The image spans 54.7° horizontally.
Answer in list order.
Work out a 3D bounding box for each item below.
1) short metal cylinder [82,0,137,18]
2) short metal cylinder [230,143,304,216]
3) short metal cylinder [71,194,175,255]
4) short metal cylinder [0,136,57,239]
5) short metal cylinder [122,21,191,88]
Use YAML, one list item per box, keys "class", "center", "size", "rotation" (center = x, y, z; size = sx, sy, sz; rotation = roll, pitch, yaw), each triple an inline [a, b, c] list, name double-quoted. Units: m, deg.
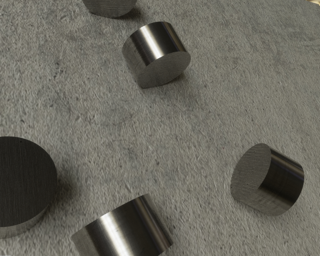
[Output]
- class: "short metal cylinder"
  center: [-0.076, -0.212, 0.457]
  size: [0.081, 0.080, 0.050]
  rotation: [5, 60, -26]
- class: "short metal cylinder"
  center: [0.136, 0.066, 0.401]
  size: [0.050, 0.080, 0.080]
  rotation: [29, 52, -10]
- class: "short metal cylinder"
  center: [-0.034, 0.103, 0.287]
  size: [0.081, 0.080, 0.050]
  rotation: [-21, 73, -36]
- class: "short metal cylinder"
  center: [-0.139, 0.054, 0.280]
  size: [0.081, 0.050, 0.080]
  rotation: [14, 56, -21]
- class: "short metal cylinder"
  center: [-0.005, -0.098, 0.426]
  size: [0.081, 0.080, 0.050]
  rotation: [-15, 70, -34]
